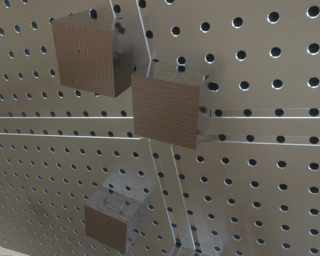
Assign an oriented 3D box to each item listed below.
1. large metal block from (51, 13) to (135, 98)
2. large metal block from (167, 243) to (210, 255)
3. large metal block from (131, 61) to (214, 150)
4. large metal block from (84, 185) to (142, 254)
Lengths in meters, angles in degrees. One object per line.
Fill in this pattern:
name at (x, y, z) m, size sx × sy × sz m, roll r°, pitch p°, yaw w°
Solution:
large metal block at (-0.079, -0.091, 0.381) m, size 0.080 × 0.050 × 0.079 m, roll 15°, pitch 125°, yaw 20°
large metal block at (0.051, 0.254, 0.526) m, size 0.080 × 0.050 × 0.080 m, roll 12°, pitch 124°, yaw 21°
large metal block at (0.015, -0.029, 0.370) m, size 0.080 × 0.050 × 0.080 m, roll 13°, pitch 124°, yaw 21°
large metal block at (-0.081, 0.158, 0.536) m, size 0.080 × 0.050 × 0.079 m, roll 19°, pitch 126°, yaw 17°
